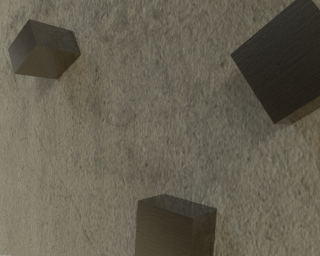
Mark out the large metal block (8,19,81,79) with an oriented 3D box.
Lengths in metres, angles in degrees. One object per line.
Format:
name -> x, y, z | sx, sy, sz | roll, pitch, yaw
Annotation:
large metal block -> -0.197, -0.130, 0.528 | 0.080, 0.081, 0.050 | -33, 70, 35

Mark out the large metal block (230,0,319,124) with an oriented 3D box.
large metal block -> 0.126, -0.058, 0.284 | 0.080, 0.050, 0.080 | -39, 67, 33

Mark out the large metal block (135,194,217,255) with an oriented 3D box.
large metal block -> 0.018, 0.131, 0.372 | 0.080, 0.050, 0.079 | 6, 94, 39
